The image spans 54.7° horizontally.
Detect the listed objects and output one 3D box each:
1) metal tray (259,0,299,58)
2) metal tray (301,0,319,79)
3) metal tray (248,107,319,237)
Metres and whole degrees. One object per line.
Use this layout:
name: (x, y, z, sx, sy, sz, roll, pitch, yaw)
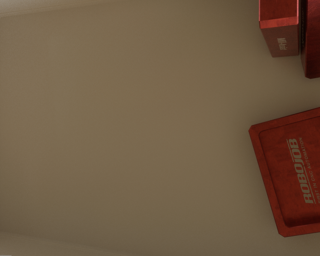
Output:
metal tray: (0.123, -0.129, 0.310, 0.030, 0.131, 0.089, 0, 90, 25)
metal tray: (0.183, -0.104, 0.291, 0.090, 0.130, 0.030, -9, 58, 20)
metal tray: (0.163, 0.048, 0.350, 0.090, 0.030, 0.129, -17, 85, 19)
